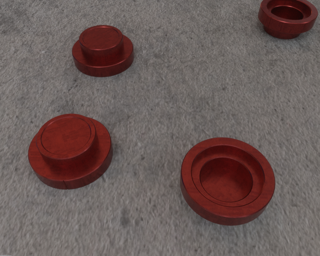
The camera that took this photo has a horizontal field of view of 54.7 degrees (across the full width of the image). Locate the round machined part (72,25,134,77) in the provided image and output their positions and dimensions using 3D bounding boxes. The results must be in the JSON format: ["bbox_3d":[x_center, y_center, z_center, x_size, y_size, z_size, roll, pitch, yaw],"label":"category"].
[{"bbox_3d":[-0.093,-0.130,0.500,0.099,0.042,0.098,0,50,0],"label":"round machined part"}]

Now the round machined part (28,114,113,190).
[{"bbox_3d":[-0.108,0.021,0.373,0.099,0.042,0.098,0,50,0],"label":"round machined part"}]

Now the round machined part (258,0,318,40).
[{"bbox_3d":[0.227,-0.197,0.561,0.099,0.042,0.098,0,50,0],"label":"round machined part"}]

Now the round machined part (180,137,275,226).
[{"bbox_3d":[0.071,0.061,0.342,0.099,0.042,0.098,0,50,0],"label":"round machined part"}]
